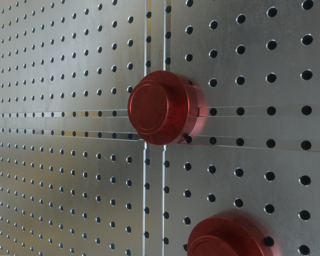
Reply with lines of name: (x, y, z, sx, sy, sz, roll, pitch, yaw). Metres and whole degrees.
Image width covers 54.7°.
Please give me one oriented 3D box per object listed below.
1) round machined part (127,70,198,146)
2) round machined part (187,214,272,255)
round machined part: (-0.004, -0.026, 0.399, 0.098, 0.042, 0.097, 0, 90, 39)
round machined part: (0.069, 0.147, 0.340, 0.098, 0.042, 0.097, 0, 90, 39)
